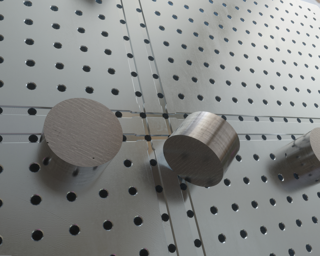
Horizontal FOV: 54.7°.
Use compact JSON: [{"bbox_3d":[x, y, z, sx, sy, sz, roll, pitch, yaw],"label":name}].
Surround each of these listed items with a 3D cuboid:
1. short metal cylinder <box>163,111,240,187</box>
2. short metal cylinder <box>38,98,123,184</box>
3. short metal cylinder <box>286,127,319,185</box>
[{"bbox_3d":[0.051,0.026,0.384,0.080,0.080,0.050,42,51,1],"label":"short metal cylinder"},{"bbox_3d":[-0.087,0.014,0.336,0.081,0.050,0.080,14,56,-21],"label":"short metal cylinder"},{"bbox_3d":[0.254,0.046,0.500,0.081,0.050,0.080,14,56,-21],"label":"short metal cylinder"}]
